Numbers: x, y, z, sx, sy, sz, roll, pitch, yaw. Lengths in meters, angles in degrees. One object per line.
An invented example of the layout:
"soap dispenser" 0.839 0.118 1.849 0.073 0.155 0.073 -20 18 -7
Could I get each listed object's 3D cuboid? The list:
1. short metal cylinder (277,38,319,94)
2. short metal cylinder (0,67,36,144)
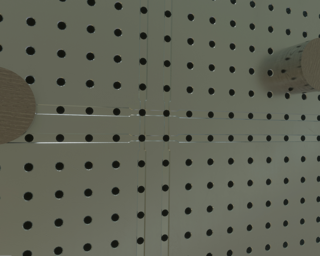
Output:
"short metal cylinder" 0.235 -0.096 0.488 0.081 0.050 0.079 0 90 -20
"short metal cylinder" -0.177 -0.023 0.334 0.081 0.050 0.079 0 90 -20
